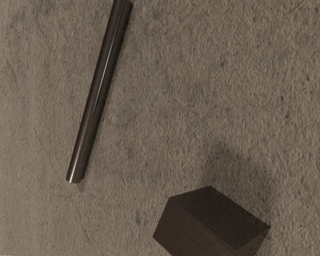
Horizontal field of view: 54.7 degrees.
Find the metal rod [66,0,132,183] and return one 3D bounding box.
[{"bbox_3d":[-0.099,-0.049,0.484,0.025,0.025,0.298,30,108,36],"label":"metal rod"}]

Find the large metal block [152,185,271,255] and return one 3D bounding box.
[{"bbox_3d":[0.054,0.109,0.323,0.080,0.081,0.050,32,110,35],"label":"large metal block"}]
